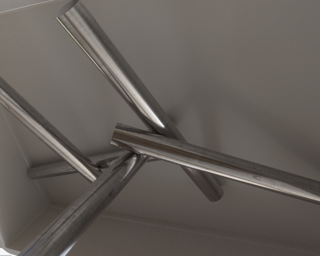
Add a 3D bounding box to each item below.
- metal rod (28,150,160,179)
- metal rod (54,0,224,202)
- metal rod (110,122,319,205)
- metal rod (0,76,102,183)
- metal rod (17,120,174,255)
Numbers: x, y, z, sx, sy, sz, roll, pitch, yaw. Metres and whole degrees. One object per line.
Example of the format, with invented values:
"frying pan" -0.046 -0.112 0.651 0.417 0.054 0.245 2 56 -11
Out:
"metal rod" -0.114 0.057 0.501 0.300 0.025 0.025 -13 112 33
"metal rod" 0.001 -0.002 0.335 0.025 0.025 0.300 -10 136 32
"metal rod" 0.097 0.048 0.328 0.302 0.025 0.025 16 127 -4
"metal rod" -0.160 -0.007 0.398 0.025 0.025 0.300 -10 134 32
"metal rod" -0.052 0.058 0.284 0.025 0.301 0.025 11 119 21
